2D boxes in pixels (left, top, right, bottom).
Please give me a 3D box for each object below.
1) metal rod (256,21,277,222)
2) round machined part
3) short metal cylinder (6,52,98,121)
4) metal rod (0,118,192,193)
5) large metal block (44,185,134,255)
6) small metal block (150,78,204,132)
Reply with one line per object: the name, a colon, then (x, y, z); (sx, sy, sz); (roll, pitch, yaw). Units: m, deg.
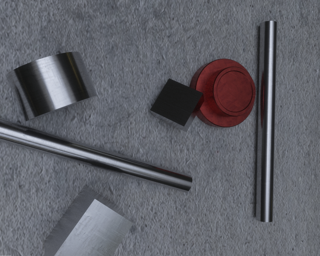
metal rod: (0.162, -0.010, 0.470); (0.025, 0.025, 0.298); (2, 90, -20)
round machined part: (0.094, -0.050, 0.436); (0.099, 0.042, 0.097); (0, 90, -21)
short metal cylinder: (-0.116, -0.045, 0.337); (0.081, 0.080, 0.050); (-23, 98, -19)
metal rod: (-0.097, 0.030, 0.373); (0.302, 0.025, 0.025); (19, 84, -20)
large metal block: (-0.083, 0.118, 0.350); (0.050, 0.080, 0.080); (38, 78, -17)
small metal block: (0.023, -0.030, 0.406); (0.050, 0.025, 0.050); (27, 79, 18)
